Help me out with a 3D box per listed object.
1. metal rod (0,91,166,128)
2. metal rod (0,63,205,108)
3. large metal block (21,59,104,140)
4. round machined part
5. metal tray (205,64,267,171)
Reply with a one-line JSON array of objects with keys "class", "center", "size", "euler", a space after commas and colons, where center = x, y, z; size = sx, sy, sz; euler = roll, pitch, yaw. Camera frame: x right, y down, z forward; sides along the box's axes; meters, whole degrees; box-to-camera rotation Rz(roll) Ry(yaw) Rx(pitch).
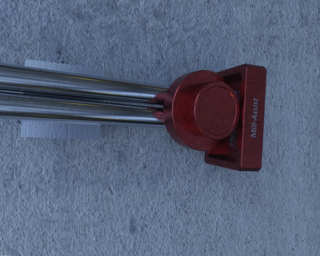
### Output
[{"class": "metal rod", "center": [-0.042, -0.015, 0.348], "size": [0.302, 0.025, 0.025], "euler": [3, 89, -33]}, {"class": "metal rod", "center": [-0.040, -0.042, 0.348], "size": [0.302, 0.025, 0.025], "euler": [3, 89, -33]}, {"class": "large metal block", "center": [-0.110, -0.029, 0.353], "size": [0.081, 0.050, 0.079], "euler": [4, 89, -20]}, {"class": "round machined part", "center": [0.056, -0.021, 0.371], "size": [0.099, 0.042, 0.097], "euler": [-2, 93, -31]}, {"class": "metal tray", "center": [0.097, -0.012, 0.412], "size": [0.030, 0.090, 0.129], "euler": [4, 89, -20]}]
